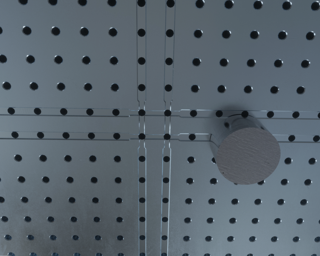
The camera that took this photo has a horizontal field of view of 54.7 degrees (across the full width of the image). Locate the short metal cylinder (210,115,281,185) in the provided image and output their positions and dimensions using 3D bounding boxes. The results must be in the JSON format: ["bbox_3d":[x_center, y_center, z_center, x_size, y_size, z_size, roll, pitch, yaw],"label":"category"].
[{"bbox_3d":[0.111,0.028,0.412,0.081,0.050,0.079,0,110,-1],"label":"short metal cylinder"}]
